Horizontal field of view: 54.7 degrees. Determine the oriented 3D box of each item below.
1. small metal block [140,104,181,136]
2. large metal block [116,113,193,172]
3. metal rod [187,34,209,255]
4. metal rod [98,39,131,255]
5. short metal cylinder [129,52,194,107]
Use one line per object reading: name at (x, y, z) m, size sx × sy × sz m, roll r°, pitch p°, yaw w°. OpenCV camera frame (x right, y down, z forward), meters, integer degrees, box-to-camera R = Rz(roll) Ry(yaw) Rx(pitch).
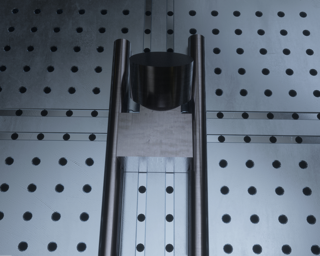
small metal block at (0.000, -0.009, 0.402) m, size 0.050 × 0.050 × 0.025 m, roll 1°, pitch 70°, yaw 0°
large metal block at (-0.005, 0.020, 0.372) m, size 0.081 × 0.080 × 0.050 m, roll 1°, pitch 70°, yaw 0°
metal rod at (0.049, 0.009, 0.409) m, size 0.025 × 0.025 × 0.299 m, roll 2°, pitch 70°, yaw 0°
metal rod at (-0.057, 0.016, 0.405) m, size 0.025 × 0.025 × 0.299 m, roll 1°, pitch 70°, yaw 0°
short metal cylinder at (0.001, -0.065, 0.399) m, size 0.081 × 0.050 × 0.080 m, roll 1°, pitch 26°, yaw 0°
